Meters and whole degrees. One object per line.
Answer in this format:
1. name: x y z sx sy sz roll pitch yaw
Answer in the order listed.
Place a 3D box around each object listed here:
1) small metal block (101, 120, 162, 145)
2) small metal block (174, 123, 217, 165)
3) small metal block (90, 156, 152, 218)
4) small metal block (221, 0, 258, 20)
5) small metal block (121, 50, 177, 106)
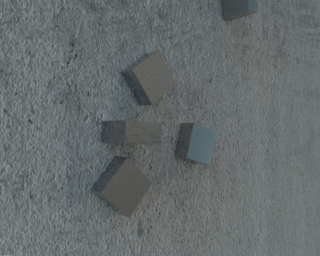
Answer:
1. small metal block: -0.033 0.006 0.360 0.050 0.050 0.025 4 88 -40
2. small metal block: 0.052 0.024 0.448 0.050 0.025 0.050 21 77 -38
3. small metal block: -0.045 0.069 0.367 0.050 0.025 0.050 50 61 -28
4. small metal block: 0.125 -0.204 0.492 0.025 0.050 0.050 -12 98 -40
5. small metal block: -0.013 -0.063 0.393 0.050 0.025 0.050 -44 117 -31
